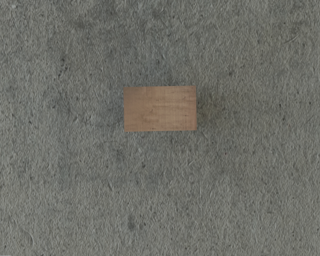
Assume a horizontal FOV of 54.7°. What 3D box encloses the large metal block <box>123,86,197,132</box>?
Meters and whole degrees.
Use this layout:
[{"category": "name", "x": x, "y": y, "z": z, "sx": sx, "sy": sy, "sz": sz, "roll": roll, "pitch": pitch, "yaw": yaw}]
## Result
[{"category": "large metal block", "x": 0.000, "y": -0.022, "z": 0.384, "sx": 0.081, "sy": 0.080, "sz": 0.050, "roll": -1, "pitch": 90, "yaw": -1}]
